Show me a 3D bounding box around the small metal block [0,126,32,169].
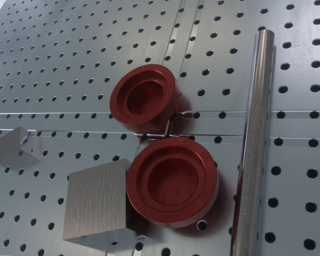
[{"bbox_3d":[-0.243,0.032,0.516,0.050,0.025,0.050,-28,52,10],"label":"small metal block"}]

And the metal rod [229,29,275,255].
[{"bbox_3d":[0.106,0.010,0.346,0.025,0.025,0.300,0,61,28],"label":"metal rod"}]

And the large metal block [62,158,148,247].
[{"bbox_3d":[-0.063,0.091,0.370,0.080,0.050,0.080,-17,55,19],"label":"large metal block"}]

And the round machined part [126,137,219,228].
[{"bbox_3d":[0.016,0.062,0.344,0.098,0.042,0.098,-8,56,12],"label":"round machined part"}]

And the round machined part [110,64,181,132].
[{"bbox_3d":[-0.017,-0.037,0.429,0.098,0.042,0.098,-13,56,21],"label":"round machined part"}]
